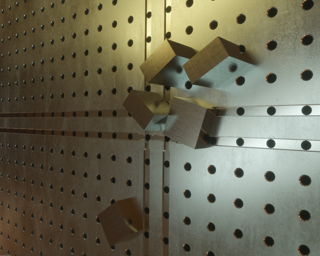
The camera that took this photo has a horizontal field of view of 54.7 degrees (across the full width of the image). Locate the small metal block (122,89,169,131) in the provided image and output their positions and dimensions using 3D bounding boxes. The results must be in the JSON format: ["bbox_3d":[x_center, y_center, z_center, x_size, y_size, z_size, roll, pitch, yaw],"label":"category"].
[{"bbox_3d":[-0.011,-0.023,0.401,0.050,0.050,0.025,48,119,29],"label":"small metal block"}]

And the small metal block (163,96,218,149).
[{"bbox_3d":[0.036,-0.007,0.378,0.050,0.025,0.050,24,105,37],"label":"small metal block"}]

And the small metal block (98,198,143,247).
[{"bbox_3d":[-0.059,0.139,0.456,0.050,0.025,0.050,-41,66,32],"label":"small metal block"}]

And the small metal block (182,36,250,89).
[{"bbox_3d":[0.062,-0.070,0.340,0.050,0.050,0.025,-36,68,34],"label":"small metal block"}]

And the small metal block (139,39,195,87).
[{"bbox_3d":[0.012,-0.078,0.381,0.050,0.050,0.025,-40,66,32],"label":"small metal block"}]
